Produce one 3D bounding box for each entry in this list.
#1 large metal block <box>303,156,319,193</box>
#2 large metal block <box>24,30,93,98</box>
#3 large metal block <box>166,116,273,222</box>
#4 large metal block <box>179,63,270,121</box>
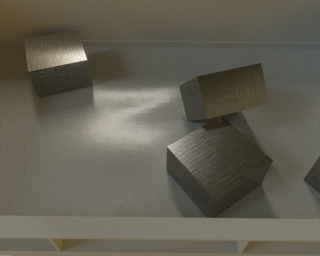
[{"bbox_3d":[0.219,0.034,0.342,0.081,0.080,0.050,-28,56,-22],"label":"large metal block"},{"bbox_3d":[-0.154,-0.099,0.471,0.081,0.050,0.080,-15,52,-12],"label":"large metal block"},{"bbox_3d":[0.064,0.043,0.353,0.081,0.050,0.080,-29,56,-22],"label":"large metal block"},{"bbox_3d":[0.079,-0.043,0.397,0.081,0.080,0.050,-14,92,-11],"label":"large metal block"}]
